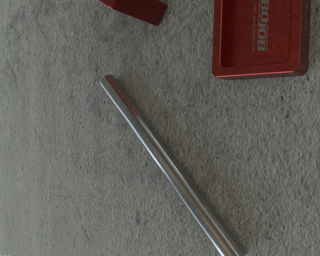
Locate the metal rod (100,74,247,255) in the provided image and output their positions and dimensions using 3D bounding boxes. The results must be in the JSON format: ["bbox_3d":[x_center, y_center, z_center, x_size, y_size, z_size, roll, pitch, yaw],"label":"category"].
[{"bbox_3d":[0.003,0.036,0.400,0.025,0.025,0.300,-52,60,27],"label":"metal rod"}]

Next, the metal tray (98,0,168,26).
[{"bbox_3d":[-0.063,-0.185,0.412,0.130,0.091,0.030,42,116,31],"label":"metal tray"}]

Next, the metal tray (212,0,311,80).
[{"bbox_3d":[0.102,-0.117,0.316,0.090,0.030,0.129,3,92,39],"label":"metal tray"}]
